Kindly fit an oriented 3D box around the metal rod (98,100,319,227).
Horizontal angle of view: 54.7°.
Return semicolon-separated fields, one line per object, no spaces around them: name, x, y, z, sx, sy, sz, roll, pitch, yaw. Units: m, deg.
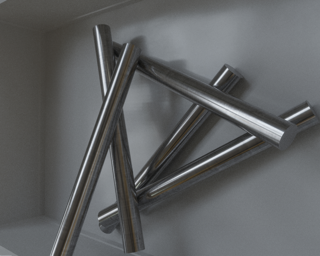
metal rod;0.033;0.056;0.361;0.299;0.025;0.025;-33;70;29

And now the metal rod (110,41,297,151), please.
metal rod;0.018;-0.055;0.364;0.300;0.025;0.025;35;112;42

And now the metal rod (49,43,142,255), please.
metal rod;-0.080;0.040;0.371;0.025;0.025;0.299;12;80;39

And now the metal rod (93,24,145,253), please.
metal rod;-0.056;0.002;0.401;0.025;0.025;0.299;-22;72;37

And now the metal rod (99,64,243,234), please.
metal rod;0.000;0.044;0.405;0.025;0.025;0.298;52;120;27
